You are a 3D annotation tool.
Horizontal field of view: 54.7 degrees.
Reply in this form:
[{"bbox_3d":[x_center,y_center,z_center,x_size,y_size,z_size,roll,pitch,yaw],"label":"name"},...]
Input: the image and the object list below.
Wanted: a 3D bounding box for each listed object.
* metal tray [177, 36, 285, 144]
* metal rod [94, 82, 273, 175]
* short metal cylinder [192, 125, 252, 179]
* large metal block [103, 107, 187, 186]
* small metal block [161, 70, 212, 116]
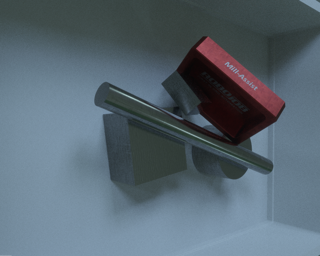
[{"bbox_3d":[0.080,-0.044,0.400,0.130,0.090,0.030,41,60,0],"label":"metal tray"},{"bbox_3d":[0.054,0.014,0.386,0.302,0.025,0.025,23,76,-38],"label":"metal rod"},{"bbox_3d":[0.095,0.035,0.471,0.081,0.050,0.079,0,90,-40],"label":"short metal cylinder"},{"bbox_3d":[-0.017,0.018,0.377,0.081,0.050,0.079,-10,97,-40],"label":"large metal block"},{"bbox_3d":[0.035,-0.044,0.392,0.050,0.025,0.050,54,21,12],"label":"small metal block"}]
